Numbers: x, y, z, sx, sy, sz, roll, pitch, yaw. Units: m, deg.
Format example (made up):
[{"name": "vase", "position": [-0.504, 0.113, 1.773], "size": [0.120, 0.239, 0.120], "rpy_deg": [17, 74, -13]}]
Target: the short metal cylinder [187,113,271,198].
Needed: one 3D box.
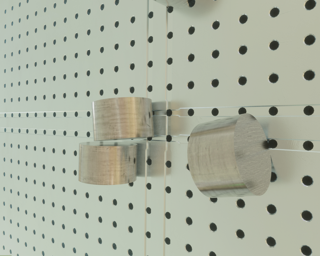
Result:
[{"name": "short metal cylinder", "position": [0.072, 0.029, 0.314], "size": [0.050, 0.081, 0.080], "rpy_deg": [-14, 81, 39]}]

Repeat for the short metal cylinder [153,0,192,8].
[{"name": "short metal cylinder", "position": [0.010, -0.197, 0.385], "size": [0.080, 0.050, 0.079], "rpy_deg": [0, 90, 40]}]

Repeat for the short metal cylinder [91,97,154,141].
[{"name": "short metal cylinder", "position": [-0.049, -0.010, 0.414], "size": [0.080, 0.081, 0.050], "rpy_deg": [-7, 86, 40]}]

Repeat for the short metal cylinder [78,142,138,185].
[{"name": "short metal cylinder", "position": [-0.072, 0.047, 0.434], "size": [0.080, 0.081, 0.050], "rpy_deg": [3, 92, 40]}]
